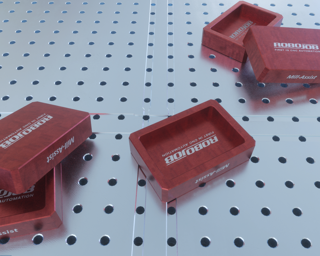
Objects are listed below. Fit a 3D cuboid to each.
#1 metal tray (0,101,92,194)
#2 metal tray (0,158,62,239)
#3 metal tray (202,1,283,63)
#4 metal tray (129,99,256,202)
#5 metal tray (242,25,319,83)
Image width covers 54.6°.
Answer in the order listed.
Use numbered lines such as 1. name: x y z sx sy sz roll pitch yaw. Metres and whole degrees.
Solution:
1. metal tray: -0.152 0.014 0.359 0.090 0.030 0.131 12 32 18
2. metal tray: -0.179 0.074 0.341 0.131 0.030 0.090 -10 51 -8
3. metal tray: 0.147 -0.175 0.552 0.090 0.030 0.131 33 57 24
4. metal tray: 0.039 0.023 0.385 0.131 0.030 0.090 -24 54 -19
5. metal tray: 0.203 -0.113 0.478 0.131 0.030 0.090 -1 59 -13
